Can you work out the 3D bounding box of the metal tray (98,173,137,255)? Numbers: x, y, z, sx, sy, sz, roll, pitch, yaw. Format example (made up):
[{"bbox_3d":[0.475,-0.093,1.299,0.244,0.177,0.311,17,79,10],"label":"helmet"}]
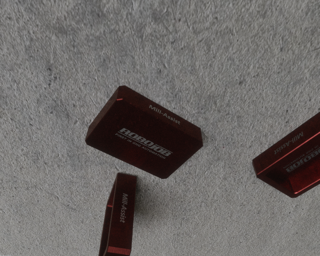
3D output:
[{"bbox_3d":[-0.064,0.143,0.460,0.030,0.130,0.089,14,129,-12],"label":"metal tray"}]

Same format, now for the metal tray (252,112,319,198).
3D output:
[{"bbox_3d":[0.211,0.042,0.441,0.090,0.030,0.129,31,124,-24],"label":"metal tray"}]

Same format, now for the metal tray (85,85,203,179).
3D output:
[{"bbox_3d":[-0.020,0.011,0.413,0.131,0.030,0.090,28,125,-22],"label":"metal tray"}]
